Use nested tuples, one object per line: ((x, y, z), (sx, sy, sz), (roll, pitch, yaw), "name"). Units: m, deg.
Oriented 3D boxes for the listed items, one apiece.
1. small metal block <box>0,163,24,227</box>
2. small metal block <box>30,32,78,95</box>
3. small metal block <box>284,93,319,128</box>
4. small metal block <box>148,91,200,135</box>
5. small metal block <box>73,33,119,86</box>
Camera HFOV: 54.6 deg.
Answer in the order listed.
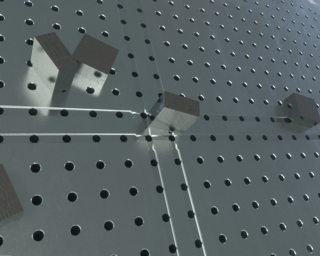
((-0.160, 0.067, 0.281), (0.050, 0.025, 0.050), (-21, 73, -36), "small metal block")
((-0.127, -0.076, 0.370), (0.025, 0.050, 0.050), (-31, 79, -38), "small metal block")
((0.260, -0.032, 0.566), (0.050, 0.025, 0.050), (12, 57, -21), "small metal block")
((0.018, -0.019, 0.413), (0.050, 0.050, 0.025), (15, 56, -20), "small metal block")
((-0.089, -0.092, 0.416), (0.050, 0.025, 0.050), (25, 53, -13), "small metal block")
